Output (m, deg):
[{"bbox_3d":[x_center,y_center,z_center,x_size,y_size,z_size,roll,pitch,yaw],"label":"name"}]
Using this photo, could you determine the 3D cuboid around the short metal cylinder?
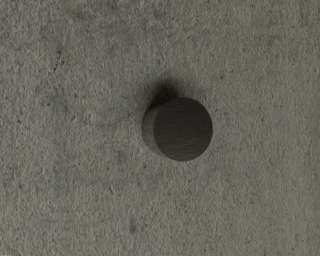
[{"bbox_3d":[0.021,0.002,0.406,0.081,0.050,0.079,0,90,-21],"label":"short metal cylinder"}]
